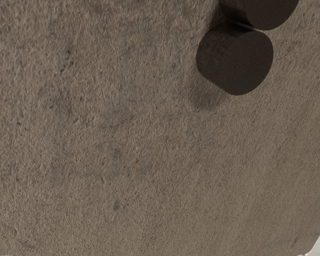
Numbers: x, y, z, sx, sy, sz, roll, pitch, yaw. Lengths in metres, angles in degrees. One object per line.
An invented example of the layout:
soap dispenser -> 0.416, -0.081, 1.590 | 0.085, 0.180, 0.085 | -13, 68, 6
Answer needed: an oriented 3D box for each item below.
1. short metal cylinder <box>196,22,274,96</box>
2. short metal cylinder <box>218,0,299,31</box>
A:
short metal cylinder -> 0.093, -0.087, 0.390 | 0.081, 0.050, 0.079 | -14, 125, -21
short metal cylinder -> 0.115, -0.159, 0.357 | 0.081, 0.050, 0.079 | -14, 125, -21
